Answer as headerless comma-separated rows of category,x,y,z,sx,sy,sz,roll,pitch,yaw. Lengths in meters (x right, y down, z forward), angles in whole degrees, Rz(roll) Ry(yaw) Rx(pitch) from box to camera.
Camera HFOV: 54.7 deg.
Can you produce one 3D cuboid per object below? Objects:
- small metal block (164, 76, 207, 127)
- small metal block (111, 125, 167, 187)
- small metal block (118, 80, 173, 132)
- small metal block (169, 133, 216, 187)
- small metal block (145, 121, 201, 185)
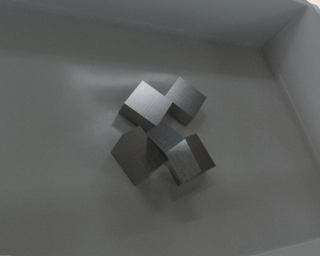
small metal block,0.032,-0.038,0.446,0.050,0.025,0.050,37,51,-4
small metal block,-0.026,0.033,0.354,0.025,0.050,0.050,-30,79,-34
small metal block,-0.019,-0.027,0.412,0.050,0.025,0.050,36,51,-5
small metal block,0.035,0.040,0.400,0.050,0.025,0.050,-19,72,-35
small metal block,0.014,0.027,0.343,0.025,0.050,0.050,-35,124,-9
